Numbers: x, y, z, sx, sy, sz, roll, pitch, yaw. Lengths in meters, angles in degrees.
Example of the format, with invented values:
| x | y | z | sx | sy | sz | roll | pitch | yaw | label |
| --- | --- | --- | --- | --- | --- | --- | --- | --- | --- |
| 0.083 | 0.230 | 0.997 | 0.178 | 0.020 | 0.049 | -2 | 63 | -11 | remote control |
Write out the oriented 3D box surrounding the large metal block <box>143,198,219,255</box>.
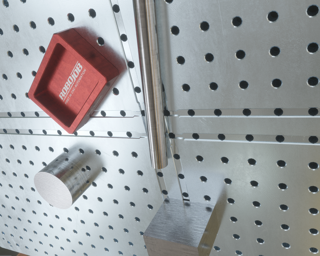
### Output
| x | y | z | sx | sy | sz | roll | pitch | yaw | label |
| --- | --- | --- | --- | --- | --- | --- | --- | --- | --- |
| 0.033 | 0.153 | 0.453 | 0.080 | 0.080 | 0.050 | 3 | 120 | 27 | large metal block |

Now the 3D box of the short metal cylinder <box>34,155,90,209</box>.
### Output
| x | y | z | sx | sy | sz | roll | pitch | yaw | label |
| --- | --- | --- | --- | --- | --- | --- | --- | --- | --- |
| -0.171 | 0.095 | 0.544 | 0.080 | 0.050 | 0.079 | 13 | 124 | 21 | short metal cylinder |

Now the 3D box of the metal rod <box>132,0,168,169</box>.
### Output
| x | y | z | sx | sy | sz | roll | pitch | yaw | label |
| --- | --- | --- | --- | --- | --- | --- | --- | --- | --- |
| -0.012 | -0.078 | 0.369 | 0.025 | 0.025 | 0.298 | 9 | 123 | 23 | metal rod |

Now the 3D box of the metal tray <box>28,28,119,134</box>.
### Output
| x | y | z | sx | sy | sz | roll | pitch | yaw | label |
| --- | --- | --- | --- | --- | --- | --- | --- | --- | --- |
| -0.126 | -0.061 | 0.436 | 0.090 | 0.030 | 0.129 | 43 | 129 | -2 | metal tray |
